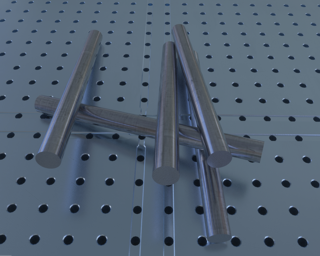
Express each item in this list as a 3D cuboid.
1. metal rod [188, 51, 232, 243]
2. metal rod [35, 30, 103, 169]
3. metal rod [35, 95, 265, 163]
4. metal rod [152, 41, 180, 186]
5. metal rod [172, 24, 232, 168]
[{"bbox_3d":[0.055,-0.003,0.410,0.025,0.025,0.300,-1,50,-2],"label":"metal rod"},{"bbox_3d":[-0.113,-0.064,0.426,0.025,0.025,0.300,0,40,0],"label":"metal rod"},{"bbox_3d":[-0.027,-0.004,0.389,0.301,0.025,0.025,12,51,18],"label":"metal rod"},{"bbox_3d":[0.011,-0.045,0.401,0.025,0.025,0.300,2,36,1],"label":"metal rod"},{"bbox_3d":[0.045,-0.067,0.416,0.025,0.025,0.300,-4,41,-4],"label":"metal rod"}]
